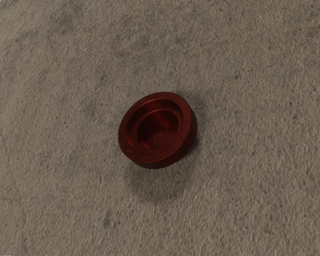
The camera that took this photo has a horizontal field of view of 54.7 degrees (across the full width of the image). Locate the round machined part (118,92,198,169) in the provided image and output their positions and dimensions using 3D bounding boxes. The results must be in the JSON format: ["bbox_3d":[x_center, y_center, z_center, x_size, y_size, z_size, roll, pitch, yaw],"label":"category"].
[{"bbox_3d":[0.001,0.006,0.388,0.098,0.042,0.098,-13,56,20],"label":"round machined part"}]
